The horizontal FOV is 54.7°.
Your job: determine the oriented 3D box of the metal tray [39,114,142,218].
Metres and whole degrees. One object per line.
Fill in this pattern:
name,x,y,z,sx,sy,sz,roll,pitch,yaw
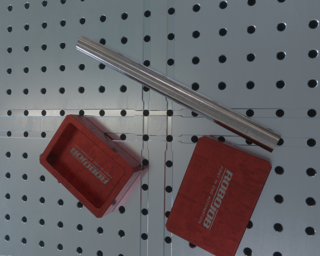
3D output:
metal tray,-0.102,0.052,0.445,0.130,0.030,0.090,38,102,15

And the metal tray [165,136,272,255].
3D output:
metal tray,0.071,0.084,0.385,0.090,0.030,0.129,22,97,18

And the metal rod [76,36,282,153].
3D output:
metal rod,0.012,-0.052,0.408,0.301,0.025,0.025,29,100,17
